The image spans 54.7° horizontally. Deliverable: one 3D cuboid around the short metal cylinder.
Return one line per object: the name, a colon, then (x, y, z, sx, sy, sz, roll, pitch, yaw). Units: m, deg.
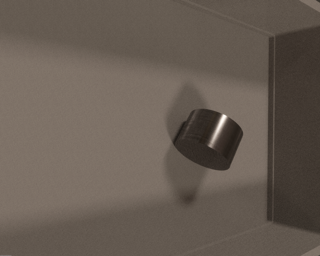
short metal cylinder: (0.068, 0.017, 0.430, 0.080, 0.080, 0.050, 43, 64, -32)
